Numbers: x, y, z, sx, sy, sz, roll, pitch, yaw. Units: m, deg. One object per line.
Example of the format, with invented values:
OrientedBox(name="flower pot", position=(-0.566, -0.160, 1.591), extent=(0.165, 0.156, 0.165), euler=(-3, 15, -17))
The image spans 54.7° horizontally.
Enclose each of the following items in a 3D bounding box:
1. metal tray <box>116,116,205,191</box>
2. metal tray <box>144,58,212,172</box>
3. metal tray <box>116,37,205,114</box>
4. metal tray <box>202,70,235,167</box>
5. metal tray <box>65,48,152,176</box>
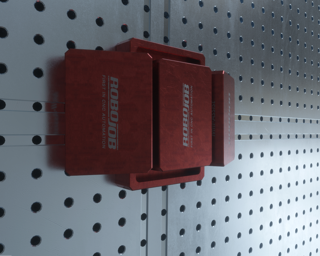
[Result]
OrientedBox(name="metal tray", position=(0.005, 0.029, 0.413), extent=(0.131, 0.030, 0.089), euler=(0, 90, -40))
OrientedBox(name="metal tray", position=(0.024, -0.015, 0.389), extent=(0.091, 0.030, 0.129), euler=(-1, 91, -40))
OrientedBox(name="metal tray", position=(0.005, -0.061, 0.412), extent=(0.131, 0.030, 0.089), euler=(0, 90, -40))
OrientedBox(name="metal tray", position=(0.088, -0.013, 0.457), extent=(0.090, 0.030, 0.129), euler=(-2, 92, -67))
OrientedBox(name="metal tray", position=(-0.056, -0.016, 0.337), extent=(0.091, 0.030, 0.129), euler=(0, 91, -14))
